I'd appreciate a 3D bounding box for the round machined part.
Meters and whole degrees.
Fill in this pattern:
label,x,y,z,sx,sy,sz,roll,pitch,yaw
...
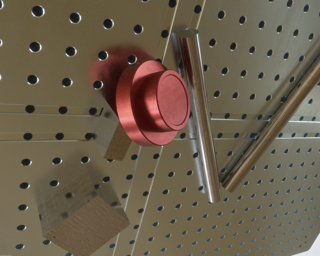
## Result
label,x,y,z,sx,sy,sz,roll,pitch,yaw
round machined part,-0.001,-0.029,0.349,0.099,0.042,0.097,13,74,-54

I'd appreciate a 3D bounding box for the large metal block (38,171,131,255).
label,x,y,z,sx,sy,sz,roll,pitch,yaw
large metal block,-0.100,0.118,0.415,0.080,0.050,0.080,-37,130,-4

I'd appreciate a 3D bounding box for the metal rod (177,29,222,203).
label,x,y,z,sx,sy,sz,roll,pitch,yaw
metal rod,0.064,0.005,0.451,0.025,0.025,0.298,-25,128,-13

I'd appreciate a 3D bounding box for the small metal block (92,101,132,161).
label,x,y,z,sx,sy,sz,roll,pitch,yaw
small metal block,-0.054,0.003,0.369,0.025,0.050,0.050,14,111,-34

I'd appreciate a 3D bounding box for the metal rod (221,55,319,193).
label,x,y,z,sx,sy,sz,roll,pitch,yaw
metal rod,0.200,-0.015,0.514,0.025,0.025,0.299,25,104,-37
